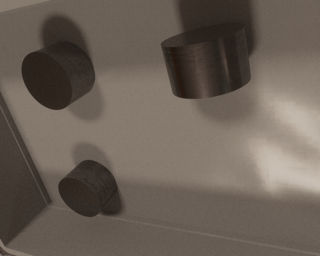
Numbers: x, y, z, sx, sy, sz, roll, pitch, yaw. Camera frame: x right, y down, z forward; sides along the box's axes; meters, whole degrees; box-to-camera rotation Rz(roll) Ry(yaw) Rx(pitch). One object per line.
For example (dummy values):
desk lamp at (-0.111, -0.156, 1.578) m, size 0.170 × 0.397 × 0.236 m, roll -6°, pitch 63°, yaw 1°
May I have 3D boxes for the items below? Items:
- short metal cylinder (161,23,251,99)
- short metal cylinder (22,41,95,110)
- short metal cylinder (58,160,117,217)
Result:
short metal cylinder at (0.046, -0.068, 0.306) m, size 0.080 × 0.080 × 0.050 m, roll -1°, pitch 118°, yaw 28°
short metal cylinder at (-0.136, -0.071, 0.418) m, size 0.080 × 0.050 × 0.079 m, roll 13°, pitch 124°, yaw 20°
short metal cylinder at (-0.120, 0.100, 0.515) m, size 0.080 × 0.050 × 0.079 m, roll 13°, pitch 124°, yaw 20°
